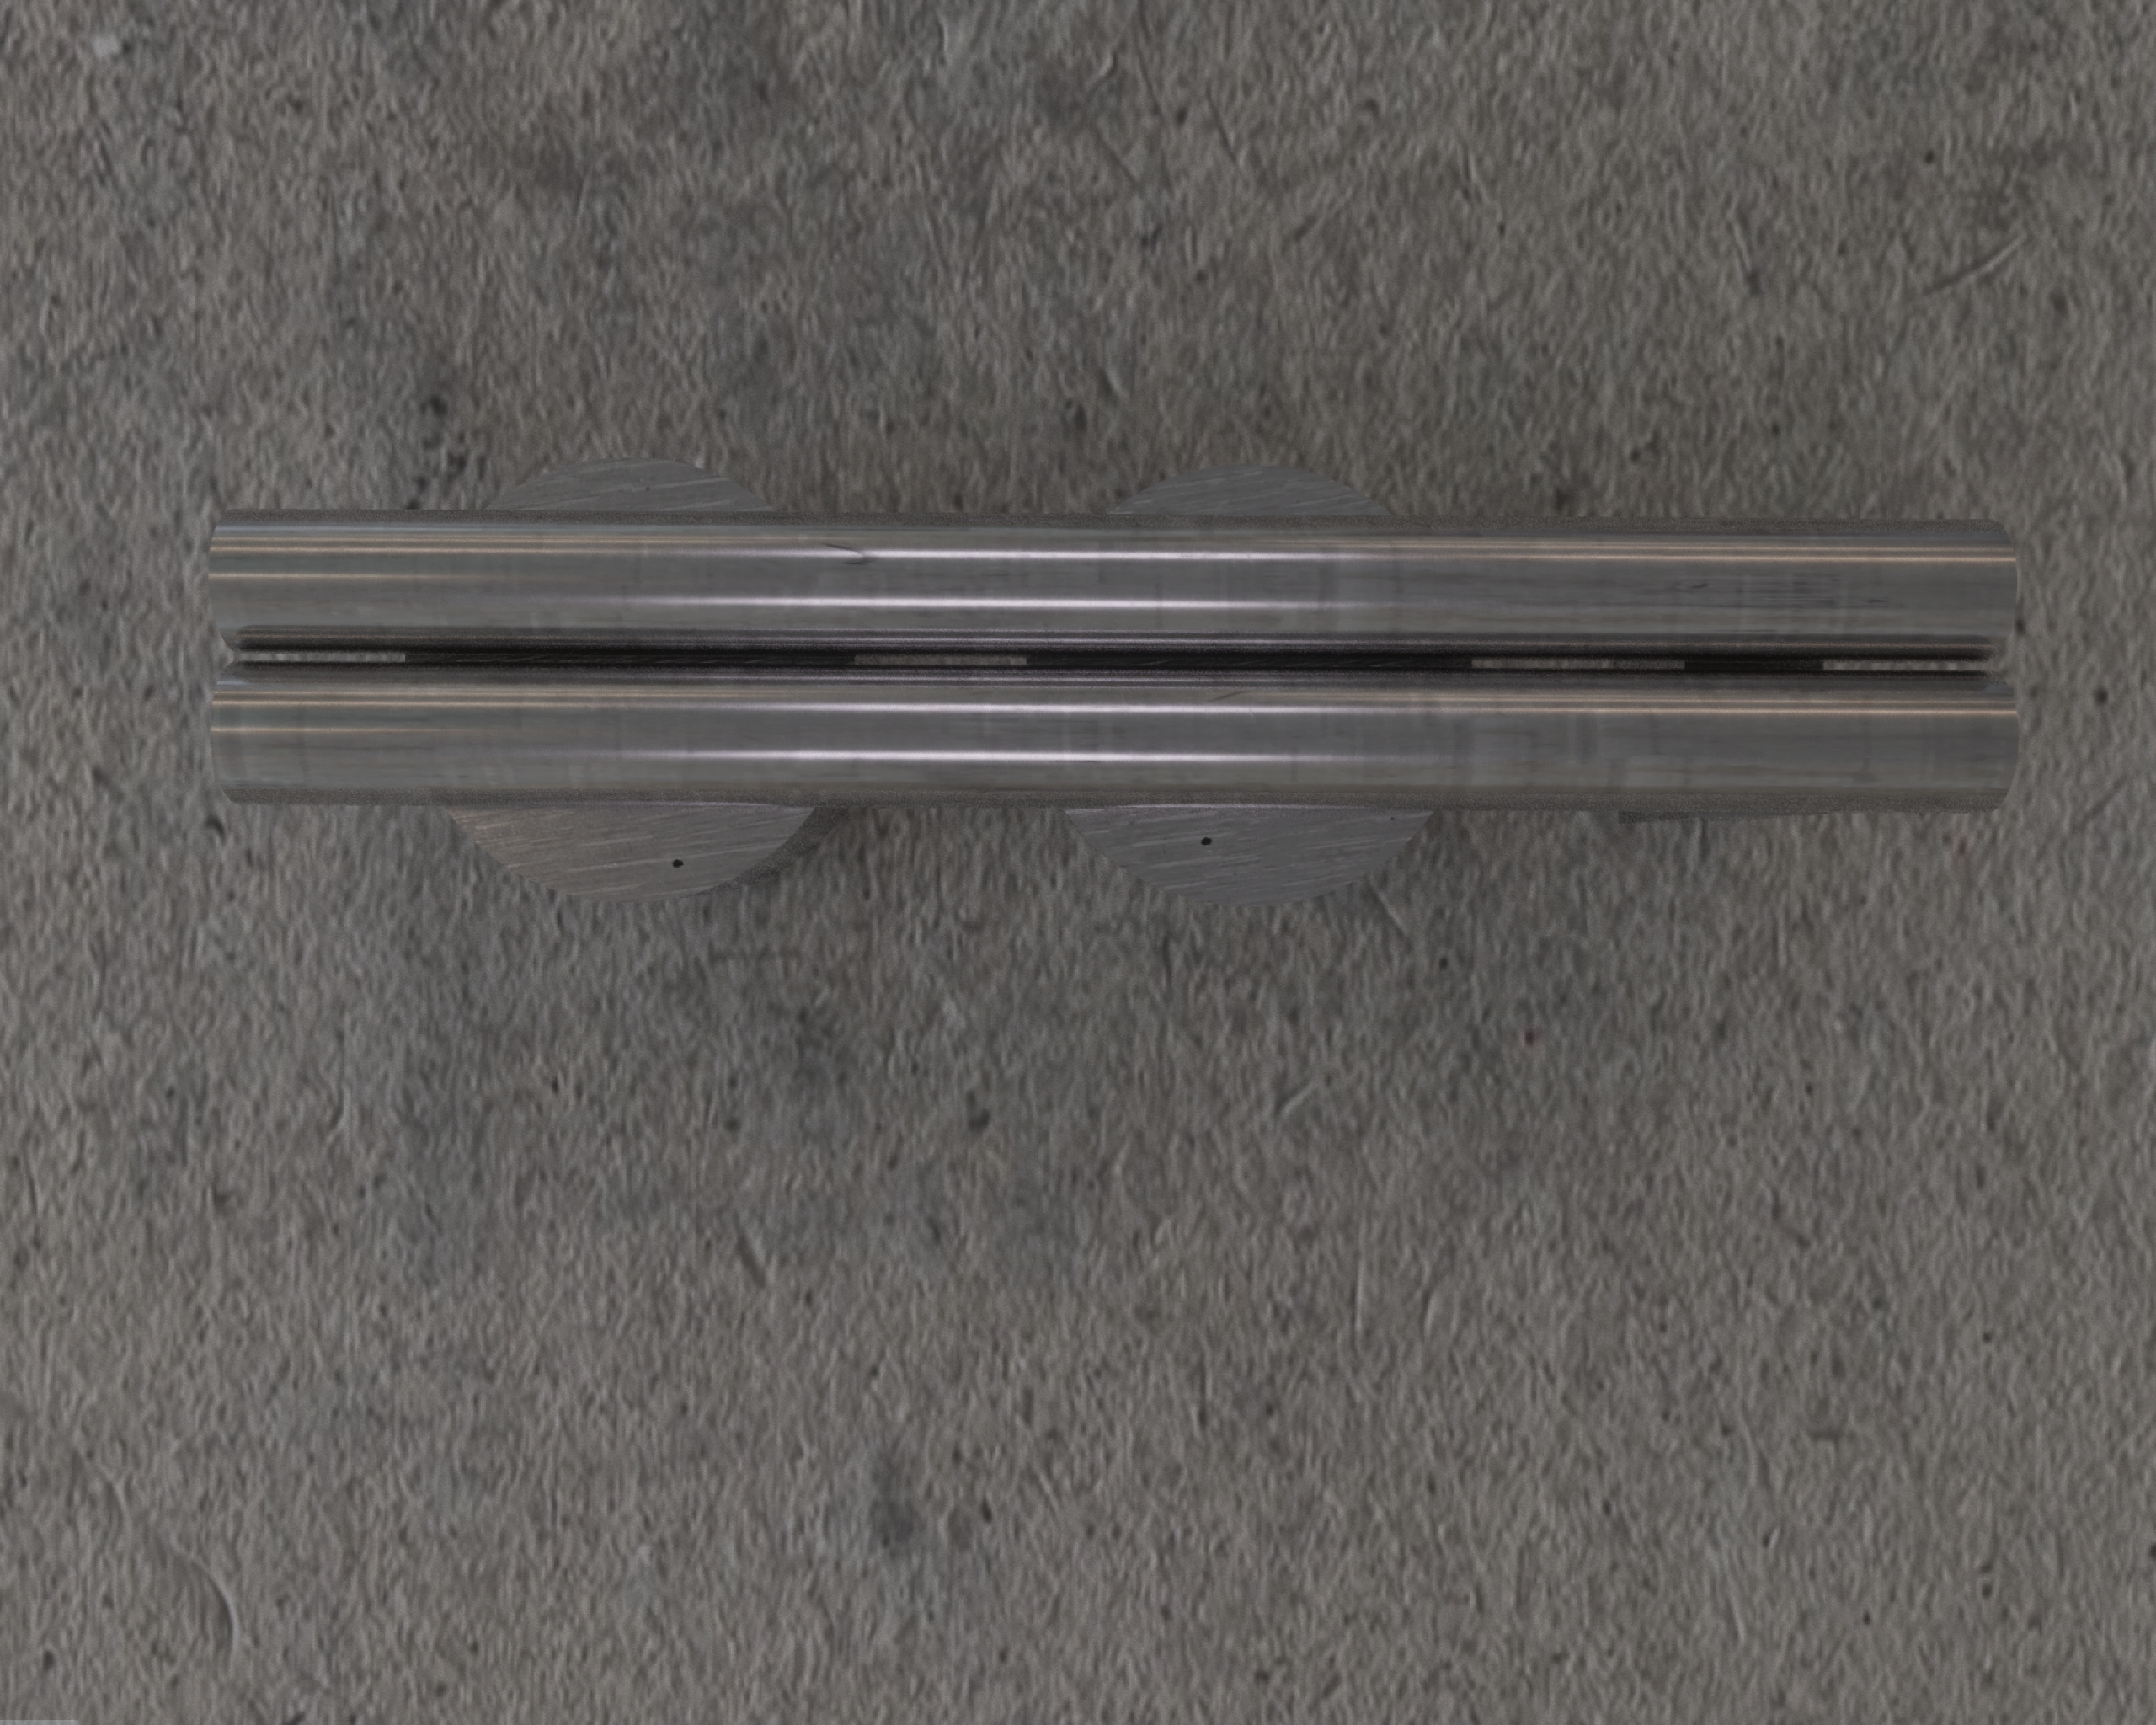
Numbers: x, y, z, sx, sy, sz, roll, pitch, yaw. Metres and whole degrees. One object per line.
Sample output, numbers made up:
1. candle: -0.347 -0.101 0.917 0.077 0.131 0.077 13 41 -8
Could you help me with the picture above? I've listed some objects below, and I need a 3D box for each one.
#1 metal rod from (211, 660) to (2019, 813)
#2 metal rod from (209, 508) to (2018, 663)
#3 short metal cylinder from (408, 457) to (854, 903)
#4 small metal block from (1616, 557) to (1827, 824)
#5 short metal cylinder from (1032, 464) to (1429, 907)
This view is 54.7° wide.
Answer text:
1. metal rod: 0.007 -0.022 0.360 0.302 0.025 0.025 0 90 -1
2. metal rod: 0.006 -0.048 0.360 0.302 0.025 0.025 0 90 -1
3. short metal cylinder: -0.080 -0.033 0.397 0.081 0.050 0.080 0 90 0
4. small metal block: 0.122 -0.033 0.401 0.025 0.050 0.050 -2 90 0
5. short metal cylinder: 0.031 -0.032 0.399 0.081 0.050 0.080 0 90 0
